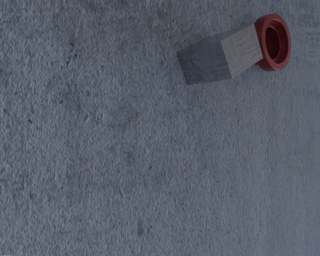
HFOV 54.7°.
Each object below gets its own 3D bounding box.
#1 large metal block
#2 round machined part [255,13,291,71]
[{"bbox_3d":[0.085,-0.103,0.440,0.081,0.080,0.050,-34,111,-35],"label":"large metal block"},{"bbox_3d":[0.190,-0.150,0.553,0.099,0.042,0.097,0,90,-40],"label":"round machined part"}]
